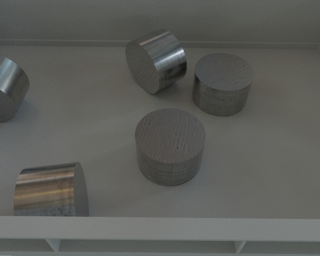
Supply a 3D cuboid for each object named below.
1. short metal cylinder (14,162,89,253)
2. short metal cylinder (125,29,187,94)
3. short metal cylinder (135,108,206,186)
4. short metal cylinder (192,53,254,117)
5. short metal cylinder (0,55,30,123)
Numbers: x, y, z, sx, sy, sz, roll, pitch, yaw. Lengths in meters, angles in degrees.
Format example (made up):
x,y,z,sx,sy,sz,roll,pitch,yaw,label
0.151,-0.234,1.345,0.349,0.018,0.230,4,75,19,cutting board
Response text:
x,y,z,sx,sy,sz,roll,pitch,yaw,label
-0.102,0.076,0.304,0.050,0.080,0.080,-7,51,-6,short metal cylinder
-0.007,-0.097,0.450,0.050,0.080,0.080,-31,57,-24,short metal cylinder
0.012,0.022,0.370,0.081,0.050,0.080,0,50,0,short metal cylinder
0.088,-0.063,0.443,0.081,0.050,0.080,0,50,0,short metal cylinder
-0.223,-0.052,0.410,0.080,0.080,0.050,4,50,3,short metal cylinder
